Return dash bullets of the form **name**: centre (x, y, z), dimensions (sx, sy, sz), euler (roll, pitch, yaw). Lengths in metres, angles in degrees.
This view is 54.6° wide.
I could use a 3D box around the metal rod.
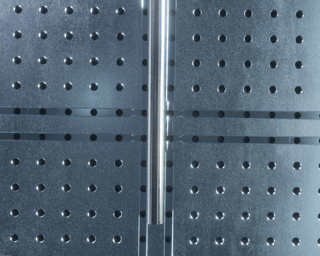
- **metal rod**: centre (-0.005, -0.024, 0.414), dimensions (0.025, 0.025, 0.298), euler (1, 90, 0)
